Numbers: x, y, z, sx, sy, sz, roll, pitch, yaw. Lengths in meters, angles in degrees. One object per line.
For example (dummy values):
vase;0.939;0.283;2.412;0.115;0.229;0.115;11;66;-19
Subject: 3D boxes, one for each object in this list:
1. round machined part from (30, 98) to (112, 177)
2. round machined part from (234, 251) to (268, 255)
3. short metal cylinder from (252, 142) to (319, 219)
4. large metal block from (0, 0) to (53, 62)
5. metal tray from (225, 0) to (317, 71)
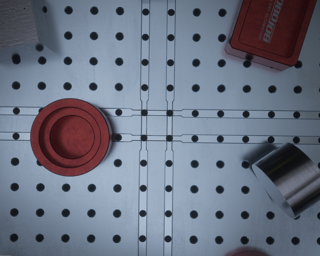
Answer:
round machined part;-0.112;0.012;0.404;0.099;0.042;0.097;0;90;0
round machined part;0.125;0.218;0.406;0.099;0.042;0.097;0;90;0
short metal cylinder;0.161;0.065;0.387;0.050;0.080;0.080;-34;90;0
large metal block;-0.194;-0.136;0.399;0.080;0.050;0.080;-11;90;0
metal tray;0.150;-0.152;0.411;0.090;0.030;0.129;18;90;0
